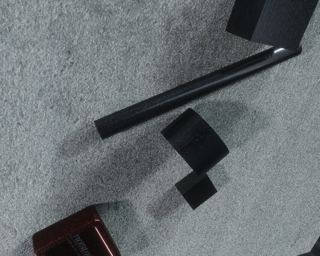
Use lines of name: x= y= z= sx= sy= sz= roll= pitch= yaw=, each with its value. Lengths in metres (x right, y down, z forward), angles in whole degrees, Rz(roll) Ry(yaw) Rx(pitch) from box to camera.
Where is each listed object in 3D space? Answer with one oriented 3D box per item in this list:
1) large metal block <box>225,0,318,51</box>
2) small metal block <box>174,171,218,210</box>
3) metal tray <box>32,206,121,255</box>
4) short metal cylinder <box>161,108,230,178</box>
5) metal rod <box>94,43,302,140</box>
large metal block: x=0.139 y=-0.146 z=0.378 sx=0.081 sy=0.050 sz=0.079 roll=2 pitch=118 yaw=-30
small metal block: x=0.059 y=0.098 z=0.502 sx=0.050 sy=0.025 sz=0.050 roll=-37 pitch=130 yaw=-4
metal tray: x=-0.114 y=0.182 z=0.455 sx=0.091 sy=0.030 sz=0.129 roll=-26 pitch=128 yaw=-13
short metal cylinder: x=0.045 y=0.019 z=0.410 sx=0.050 sy=0.080 sz=0.080 roll=-41 pitch=130 yaw=-1
metal rod: x=0.060 y=-0.056 z=0.406 sx=0.302 sy=0.025 sz=0.025 roll=-24 pitch=128 yaw=-14
